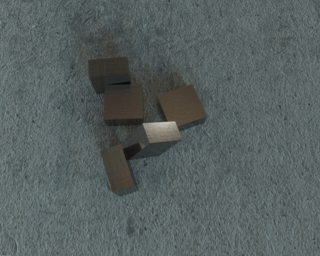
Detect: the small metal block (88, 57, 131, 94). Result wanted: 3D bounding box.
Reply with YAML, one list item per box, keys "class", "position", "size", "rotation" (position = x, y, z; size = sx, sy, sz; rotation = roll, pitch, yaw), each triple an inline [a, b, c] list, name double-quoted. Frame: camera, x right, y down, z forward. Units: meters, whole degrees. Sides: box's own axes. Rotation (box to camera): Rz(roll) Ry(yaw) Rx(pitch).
- class: "small metal block"
  position: [-0.066, -0.070, 0.420]
  size: [0.050, 0.050, 0.025]
  rotation: [-6, 70, -2]

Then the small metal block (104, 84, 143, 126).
- class: "small metal block"
  position: [-0.048, -0.031, 0.419]
  size: [0.050, 0.025, 0.050]
  rotation: [-2, 70, -1]

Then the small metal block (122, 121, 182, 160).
- class: "small metal block"
  position: [-0.010, 0.016, 0.378]
  size: [0.050, 0.050, 0.025]
  rotation: [-4, 66, -40]

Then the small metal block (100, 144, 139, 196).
- class: "small metal block"
  position: [-0.048, 0.053, 0.375]
  size: [0.025, 0.050, 0.050]
  rotation: [-19, 71, -4]

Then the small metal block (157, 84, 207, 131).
- class: "small metal block"
  position: [0.029, -0.025, 0.417]
  size: [0.050, 0.025, 0.050]
  rotation: [-19, 71, -7]
